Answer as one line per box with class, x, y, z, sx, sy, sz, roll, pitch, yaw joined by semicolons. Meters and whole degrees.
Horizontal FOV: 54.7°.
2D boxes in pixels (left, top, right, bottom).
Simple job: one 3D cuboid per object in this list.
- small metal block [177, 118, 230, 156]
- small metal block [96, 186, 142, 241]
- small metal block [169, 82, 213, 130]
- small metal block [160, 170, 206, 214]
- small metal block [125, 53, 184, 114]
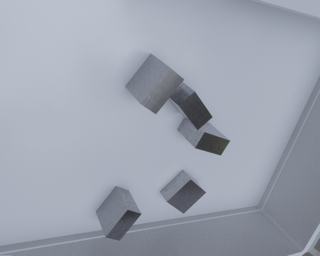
small metal block;0.060;0.010;0.431;0.050;0.050;0.025;17;109;-35
small metal block;-0.059;0.119;0.434;0.025;0.050;0.050;31;101;-38
small metal block;0.033;-0.032;0.391;0.025;0.050;0.050;-42;129;0
small metal block;0.037;0.102;0.492;0.050;0.025;0.050;-44;129;2
small metal block;-0.008;-0.052;0.356;0.025;0.050;0.050;33;100;-38
